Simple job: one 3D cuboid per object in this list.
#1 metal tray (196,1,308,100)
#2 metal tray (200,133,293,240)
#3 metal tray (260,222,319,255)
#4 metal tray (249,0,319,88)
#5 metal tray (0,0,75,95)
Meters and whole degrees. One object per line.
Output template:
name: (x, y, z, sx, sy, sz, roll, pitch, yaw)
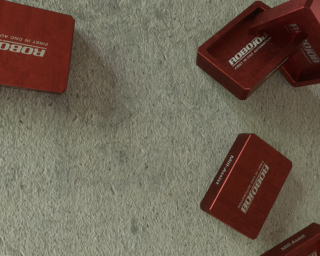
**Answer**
metal tray: (0.126, -0.110, 0.429, 0.130, 0.030, 0.090, -41, 71, -15)
metal tray: (0.128, 0.083, 0.454, 0.090, 0.030, 0.130, 35, 79, -17)
metal tray: (0.222, 0.220, 0.488, 0.131, 0.030, 0.090, -22, 97, -19)
metal tray: (0.200, -0.116, 0.434, 0.130, 0.090, 0.030, 41, 66, -26)
metal tray: (-0.168, -0.091, 0.344, 0.131, 0.030, 0.089, 7, 88, -20)
